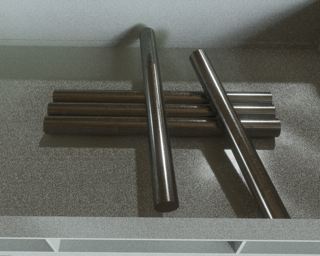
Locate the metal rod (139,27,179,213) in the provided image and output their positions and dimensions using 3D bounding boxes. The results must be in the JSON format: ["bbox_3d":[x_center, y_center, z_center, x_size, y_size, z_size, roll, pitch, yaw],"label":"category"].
[{"bbox_3d":[-0.007,-0.036,0.401,0.025,0.025,0.300,-4,50,-4],"label":"metal rod"}]

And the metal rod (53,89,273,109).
[{"bbox_3d":[0.004,-0.040,0.437,0.302,0.025,0.025,1,50,0],"label":"metal rod"}]

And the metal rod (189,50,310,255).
[{"bbox_3d":[0.094,0.019,0.363,0.025,0.025,0.299,-12,58,-10],"label":"metal rod"}]

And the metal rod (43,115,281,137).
[{"bbox_3d":[0.003,-0.002,0.405,0.302,0.025,0.025,1,50,0],"label":"metal rod"}]

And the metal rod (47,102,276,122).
[{"bbox_3d":[0.002,-0.021,0.421,0.302,0.025,0.025,1,50,0],"label":"metal rod"}]
